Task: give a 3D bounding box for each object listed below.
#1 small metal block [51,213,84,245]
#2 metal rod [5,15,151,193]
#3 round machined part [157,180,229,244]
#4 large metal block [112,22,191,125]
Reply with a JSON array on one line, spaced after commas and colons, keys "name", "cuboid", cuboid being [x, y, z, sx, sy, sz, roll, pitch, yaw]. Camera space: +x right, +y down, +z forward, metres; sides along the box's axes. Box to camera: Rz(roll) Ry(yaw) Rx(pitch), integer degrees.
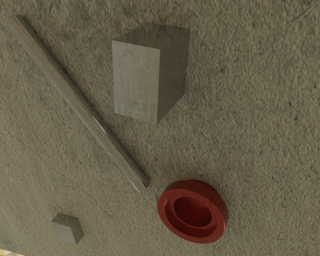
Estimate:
[{"name": "small metal block", "cuboid": [-0.189, 0.206, 0.634, 0.050, 0.025, 0.050, 7, 122, 24]}, {"name": "metal rod", "cuboid": [-0.111, -0.028, 0.448, 0.025, 0.025, 0.299, -28, 103, 37]}, {"name": "round machined part", "cuboid": [0.049, 0.113, 0.440, 0.098, 0.042, 0.097, 13, 124, 21]}, {"name": "large metal block", "cuboid": [-0.008, -0.062, 0.337, 0.050, 0.080, 0.079, 16, 125, 19]}]
